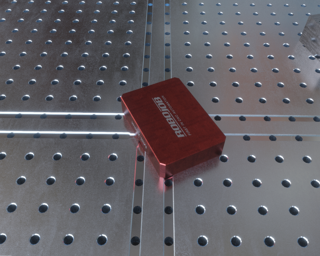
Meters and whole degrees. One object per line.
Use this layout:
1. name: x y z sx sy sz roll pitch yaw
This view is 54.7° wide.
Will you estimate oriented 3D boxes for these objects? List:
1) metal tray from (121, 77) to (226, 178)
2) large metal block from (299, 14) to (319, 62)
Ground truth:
1. metal tray: 0.014 -0.007 0.410 0.091 0.030 0.130 -20 53 -17
2. large metal block: 0.301 -0.153 0.524 0.081 0.050 0.080 -12 51 -11
